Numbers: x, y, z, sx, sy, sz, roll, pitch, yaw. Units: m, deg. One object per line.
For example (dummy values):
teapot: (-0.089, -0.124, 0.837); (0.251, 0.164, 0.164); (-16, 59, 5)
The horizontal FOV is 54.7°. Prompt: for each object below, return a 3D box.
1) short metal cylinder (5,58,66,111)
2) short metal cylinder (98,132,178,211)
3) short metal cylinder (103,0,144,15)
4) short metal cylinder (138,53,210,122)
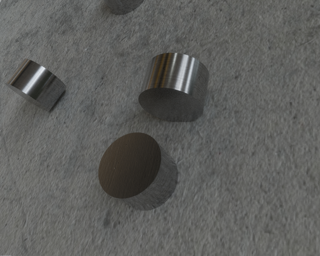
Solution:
short metal cylinder: (-0.206, -0.070, 0.517); (0.080, 0.080, 0.050); (21, 73, 35)
short metal cylinder: (-0.025, 0.052, 0.368); (0.080, 0.050, 0.080); (-13, 56, 20)
short metal cylinder: (-0.072, -0.261, 0.584); (0.080, 0.050, 0.080); (-13, 56, 20)
short metal cylinder: (0.018, -0.048, 0.388); (0.080, 0.080, 0.050); (0, 62, 28)
